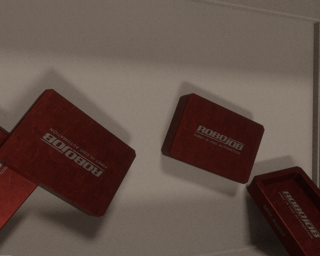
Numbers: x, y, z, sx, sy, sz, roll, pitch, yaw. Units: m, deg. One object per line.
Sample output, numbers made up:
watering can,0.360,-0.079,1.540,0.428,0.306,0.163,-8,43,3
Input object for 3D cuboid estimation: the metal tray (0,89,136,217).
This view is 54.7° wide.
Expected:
metal tray,-0.101,0.030,0.351,0.130,0.030,0.090,40,61,-23

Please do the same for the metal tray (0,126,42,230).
metal tray,-0.197,0.066,0.335,0.090,0.030,0.130,42,77,-16

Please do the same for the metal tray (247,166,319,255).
metal tray,0.197,0.119,0.437,0.091,0.130,0.030,-8,136,-20

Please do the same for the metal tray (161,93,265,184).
metal tray,0.077,0.017,0.438,0.131,0.030,0.090,22,83,-19
